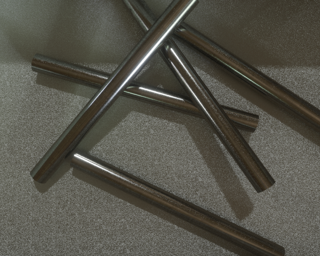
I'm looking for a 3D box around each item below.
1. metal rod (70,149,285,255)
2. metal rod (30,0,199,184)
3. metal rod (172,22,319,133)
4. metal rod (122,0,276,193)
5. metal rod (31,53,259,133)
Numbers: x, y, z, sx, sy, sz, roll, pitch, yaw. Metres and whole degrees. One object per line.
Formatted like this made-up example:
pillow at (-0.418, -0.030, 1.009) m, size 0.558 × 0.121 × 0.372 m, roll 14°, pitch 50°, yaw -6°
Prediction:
metal rod at (0.023, 0.105, 0.411) m, size 0.301 × 0.025 × 0.025 m, roll 26°, pitch 90°, yaw 0°
metal rod at (-0.062, -0.045, 0.386) m, size 0.025 × 0.025 × 0.299 m, roll 42°, pitch 99°, yaw 0°
metal rod at (0.137, -0.058, 0.412) m, size 0.301 × 0.025 × 0.025 m, roll 33°, pitch 90°, yaw 0°
metal rod at (0.043, -0.052, 0.390) m, size 0.025 × 0.025 × 0.299 m, roll -34°, pitch 82°, yaw 0°
metal rod at (-0.019, -0.046, 0.411) m, size 0.302 × 0.025 × 0.025 m, roll 16°, pitch 90°, yaw 0°
